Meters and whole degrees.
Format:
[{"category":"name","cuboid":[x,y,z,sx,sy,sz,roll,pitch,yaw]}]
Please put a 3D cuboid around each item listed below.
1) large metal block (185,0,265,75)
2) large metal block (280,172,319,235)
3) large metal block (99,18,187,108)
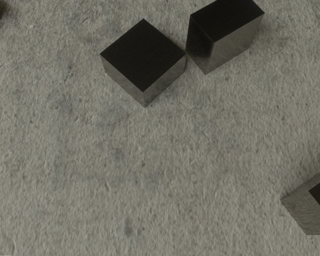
[{"category":"large metal block","cuboid":[0.085,-0.131,0.428,0.080,0.080,0.050,-32,74,-11]},{"category":"large metal block","cuboid":[0.198,0.077,0.353,0.080,0.080,0.050,-30,73,-11]},{"category":"large metal block","cuboid":[-0.022,-0.089,0.427,0.080,0.050,0.080,43,75,13]}]
